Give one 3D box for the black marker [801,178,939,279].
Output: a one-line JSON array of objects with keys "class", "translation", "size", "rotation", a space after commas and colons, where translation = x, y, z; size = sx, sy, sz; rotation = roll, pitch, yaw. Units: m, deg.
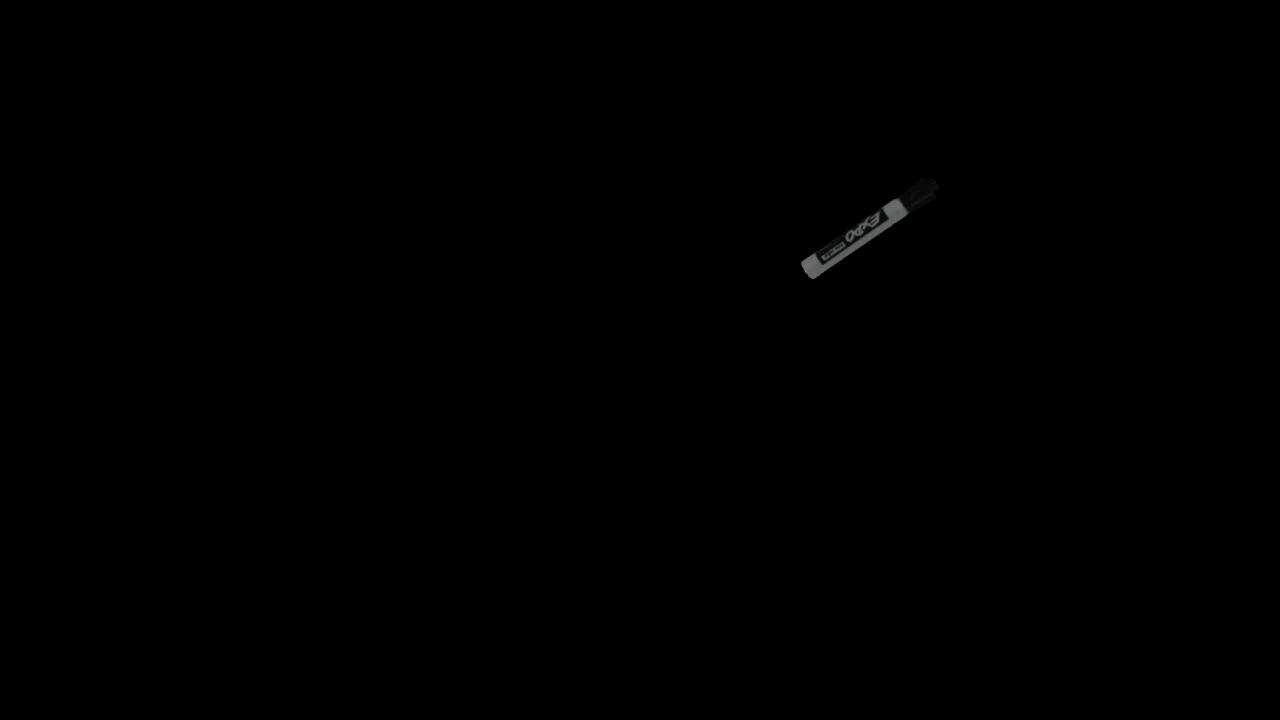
[{"class": "black marker", "translation": [0.191, -0.109, 0.515], "size": [0.121, 0.020, 0.020], "rotation": [-35, -19, 29]}]
